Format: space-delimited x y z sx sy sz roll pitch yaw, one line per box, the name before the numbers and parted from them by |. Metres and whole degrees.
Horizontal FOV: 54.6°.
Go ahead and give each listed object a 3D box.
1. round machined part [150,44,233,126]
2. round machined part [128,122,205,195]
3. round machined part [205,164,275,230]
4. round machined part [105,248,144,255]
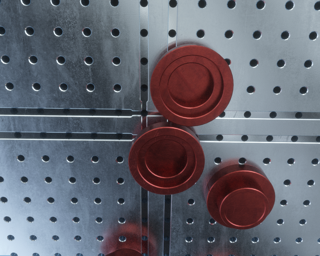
round machined part | 0.038 -0.054 0.384 0.099 0.042 0.097 0 110 0
round machined part | 0.009 0.037 0.418 0.099 0.042 0.097 0 110 0
round machined part | 0.116 0.105 0.444 0.099 0.042 0.097 0 110 0
round machined part | -0.055 0.232 0.489 0.099 0.042 0.097 0 110 0
